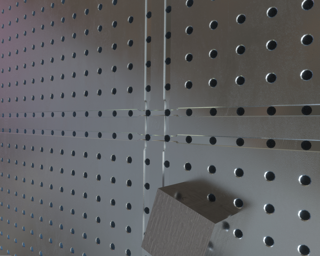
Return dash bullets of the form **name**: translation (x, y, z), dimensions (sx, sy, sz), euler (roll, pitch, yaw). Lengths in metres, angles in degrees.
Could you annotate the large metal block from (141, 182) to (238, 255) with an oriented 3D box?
- **large metal block**: translation (0.033, 0.121, 0.365), dimensions (0.080, 0.050, 0.079), euler (25, 105, 37)
